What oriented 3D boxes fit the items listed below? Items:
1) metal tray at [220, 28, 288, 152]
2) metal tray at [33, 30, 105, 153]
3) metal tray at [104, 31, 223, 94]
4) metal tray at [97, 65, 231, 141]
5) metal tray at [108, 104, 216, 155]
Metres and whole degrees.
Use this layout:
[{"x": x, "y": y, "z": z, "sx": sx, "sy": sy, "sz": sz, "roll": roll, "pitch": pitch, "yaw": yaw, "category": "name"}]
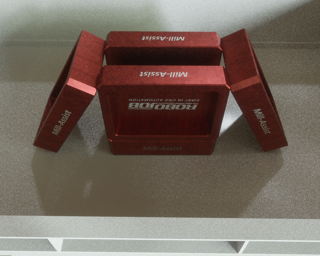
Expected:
[{"x": 0.114, "y": -0.042, "z": 0.372, "sx": 0.030, "sy": 0.130, "sz": 0.090, "roll": -20, "pitch": 47, "yaw": 23, "category": "metal tray"}, {"x": -0.109, "y": -0.040, "z": 0.370, "sx": 0.030, "sy": 0.129, "sz": 0.090, "roll": 22, "pitch": 46, "yaw": -24, "category": "metal tray"}, {"x": 0.004, "y": -0.072, "z": 0.381, "sx": 0.131, "sy": 0.089, "sz": 0.030, "roll": 0, "pitch": 50, "yaw": 0, "category": "metal tray"}, {"x": 0.004, "y": -0.025, "z": 0.342, "sx": 0.131, "sy": 0.089, "sz": 0.030, "roll": 0, "pitch": 50, "yaw": -1, "category": "metal tray"}, {"x": 0.003, "y": -0.009, "z": 0.408, "sx": 0.131, "sy": 0.030, "sz": 0.090, "roll": 0, "pitch": 50, "yaw": -1, "category": "metal tray"}]
